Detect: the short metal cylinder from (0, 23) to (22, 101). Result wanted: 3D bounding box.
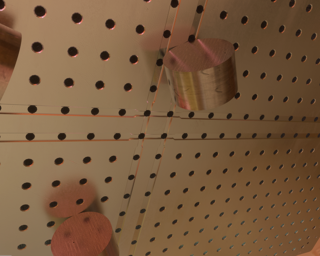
[{"bbox_3d":[-0.157,-0.054,0.257,0.050,0.080,0.080,21,107,-36],"label":"short metal cylinder"}]

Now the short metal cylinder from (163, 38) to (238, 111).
[{"bbox_3d":[0.048,-0.064,0.362,0.080,0.080,0.050,-26,128,-13],"label":"short metal cylinder"}]

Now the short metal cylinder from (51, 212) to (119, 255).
[{"bbox_3d":[-0.100,0.162,0.421,0.081,0.080,0.050,-20,126,-17],"label":"short metal cylinder"}]
